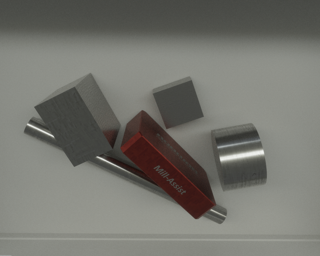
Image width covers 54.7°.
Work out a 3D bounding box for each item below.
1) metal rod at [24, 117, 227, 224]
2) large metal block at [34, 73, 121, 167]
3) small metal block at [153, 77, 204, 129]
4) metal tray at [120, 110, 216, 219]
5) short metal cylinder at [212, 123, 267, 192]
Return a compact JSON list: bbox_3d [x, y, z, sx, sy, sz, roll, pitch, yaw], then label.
[{"bbox_3d":[-0.040,0.063,0.433,0.301,0.025,0.025,27,108,-10],"label":"metal rod"},{"bbox_3d":[-0.093,-0.013,0.374,0.050,0.080,0.080,-25,109,8],"label":"large metal block"},{"bbox_3d":[0.023,-0.033,0.397,0.050,0.025,0.050,-19,109,6],"label":"small metal block"},{"bbox_3d":[0.011,0.043,0.390,0.030,0.090,0.130,-42,105,13],"label":"metal tray"},{"bbox_3d":[0.098,0.037,0.395,0.050,0.080,0.079,-11,110,4],"label":"short metal cylinder"}]
